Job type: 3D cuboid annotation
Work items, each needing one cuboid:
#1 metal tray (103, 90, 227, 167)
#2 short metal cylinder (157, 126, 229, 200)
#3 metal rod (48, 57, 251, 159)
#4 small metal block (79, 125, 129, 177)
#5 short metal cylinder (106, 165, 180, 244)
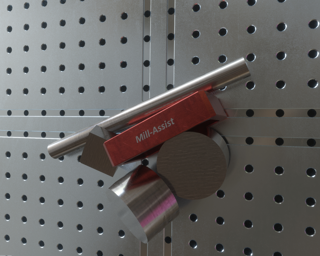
[{"bbox_3d":[0.009,0.002,0.371,0.130,0.090,0.030,-28,81,18],"label":"metal tray"},{"bbox_3d":[0.042,0.040,0.375,0.080,0.050,0.079,2,99,15],"label":"short metal cylinder"},{"bbox_3d":[-0.027,-0.020,0.418,0.300,0.025,0.025,-22,83,18],"label":"metal rod"},{"bbox_3d":[-0.075,0.031,0.422,0.050,0.025,0.050,24,115,-1],"label":"small metal block"},{"bbox_3d":[-0.022,0.092,0.380,0.050,0.080,0.080,-35,75,-26],"label":"short metal cylinder"}]
